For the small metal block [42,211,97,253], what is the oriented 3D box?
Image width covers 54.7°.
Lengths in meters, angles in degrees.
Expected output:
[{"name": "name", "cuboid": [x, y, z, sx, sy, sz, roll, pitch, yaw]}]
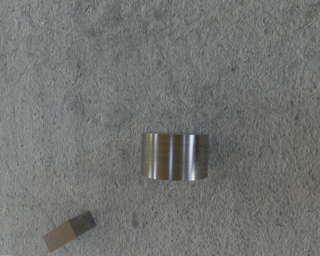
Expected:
[{"name": "small metal block", "cuboid": [-0.128, 0.147, 0.441, 0.050, 0.050, 0.025, -34, 79, 17]}]

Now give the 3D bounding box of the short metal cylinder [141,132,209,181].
[{"name": "short metal cylinder", "cuboid": [0.018, 0.031, 0.373, 0.080, 0.080, 0.050, 2, 91, 20]}]
